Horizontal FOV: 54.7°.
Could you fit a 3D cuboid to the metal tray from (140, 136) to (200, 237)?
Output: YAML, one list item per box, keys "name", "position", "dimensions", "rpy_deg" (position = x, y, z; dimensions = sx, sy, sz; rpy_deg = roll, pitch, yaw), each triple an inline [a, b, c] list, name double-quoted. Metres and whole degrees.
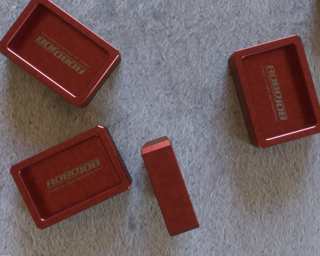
- name: "metal tray"
  position: [0.009, 0.058, 0.358]
  dimensions: [0.030, 0.130, 0.090]
  rpy_deg: [-19, 90, 0]

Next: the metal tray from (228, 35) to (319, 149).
- name: "metal tray"
  position: [0.152, -0.047, 0.409]
  dimensions: [0.091, 0.030, 0.129]
  rpy_deg: [-16, 90, -1]

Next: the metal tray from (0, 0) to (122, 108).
- name: "metal tray"
  position: [-0.129, -0.098, 0.405]
  dimensions: [0.130, 0.030, 0.090]
  rpy_deg: [36, 90, -1]

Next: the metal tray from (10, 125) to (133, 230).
- name: "metal tray"
  position: [-0.113, 0.063, 0.405]
  dimensions: [0.131, 0.030, 0.090]
  rpy_deg: [-25, 90, -1]
